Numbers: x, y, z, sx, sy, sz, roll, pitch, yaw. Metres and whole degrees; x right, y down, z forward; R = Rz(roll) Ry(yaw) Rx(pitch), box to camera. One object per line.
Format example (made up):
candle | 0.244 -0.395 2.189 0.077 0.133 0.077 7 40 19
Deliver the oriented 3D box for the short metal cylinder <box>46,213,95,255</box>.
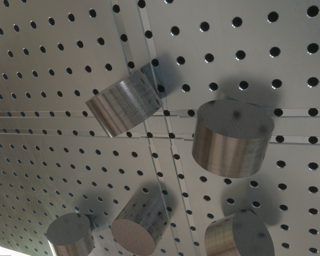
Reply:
short metal cylinder | -0.171 0.211 0.596 0.080 0.080 0.050 9 122 23

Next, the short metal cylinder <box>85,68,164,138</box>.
short metal cylinder | -0.043 -0.032 0.379 0.080 0.080 0.050 -22 107 36

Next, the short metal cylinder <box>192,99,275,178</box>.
short metal cylinder | 0.078 0.010 0.341 0.080 0.080 0.050 17 125 18

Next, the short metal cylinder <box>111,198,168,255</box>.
short metal cylinder | -0.034 0.164 0.514 0.080 0.050 0.079 13 124 21

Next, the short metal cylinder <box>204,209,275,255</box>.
short metal cylinder | 0.107 0.157 0.416 0.080 0.080 0.050 47 129 -5
